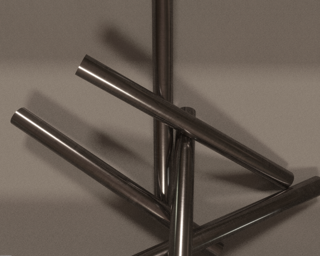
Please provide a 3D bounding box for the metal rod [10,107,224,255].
[{"bbox_3d":[-0.053,0.068,0.385,0.301,0.025,0.025,34,90,1],"label":"metal rod"}]

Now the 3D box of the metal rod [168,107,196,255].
[{"bbox_3d":[0.023,0.106,0.336,0.025,0.025,0.300,6,59,0],"label":"metal rod"}]

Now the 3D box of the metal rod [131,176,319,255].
[{"bbox_3d":[0.077,0.118,0.368,0.302,0.025,0.025,-17,90,-18],"label":"metal rod"}]

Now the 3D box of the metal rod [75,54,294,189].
[{"bbox_3d":[0.042,0.001,0.373,0.301,0.025,0.025,28,90,-16],"label":"metal rod"}]

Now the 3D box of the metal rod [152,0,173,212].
[{"bbox_3d":[0.004,-0.028,0.385,0.025,0.025,0.298,-1,100,-1],"label":"metal rod"}]
